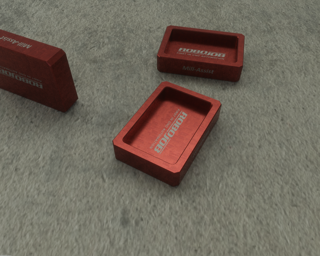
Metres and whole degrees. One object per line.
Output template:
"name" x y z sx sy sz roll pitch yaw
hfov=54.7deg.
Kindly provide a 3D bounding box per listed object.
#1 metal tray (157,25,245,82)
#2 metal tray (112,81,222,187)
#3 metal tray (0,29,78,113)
"metal tray" 0.068 -0.123 0.504 0.131 0.030 0.090 9 51 7
"metal tray" 0.012 0.001 0.398 0.090 0.030 0.130 24 54 18
"metal tray" -0.183 -0.080 0.425 0.130 0.089 0.030 20 53 15
